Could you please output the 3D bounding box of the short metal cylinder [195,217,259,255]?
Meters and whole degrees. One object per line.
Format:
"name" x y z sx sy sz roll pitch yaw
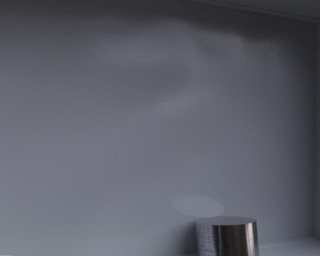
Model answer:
"short metal cylinder" 0.088 0.148 0.410 0.081 0.080 0.050 1 80 -20
